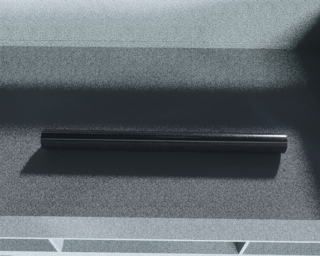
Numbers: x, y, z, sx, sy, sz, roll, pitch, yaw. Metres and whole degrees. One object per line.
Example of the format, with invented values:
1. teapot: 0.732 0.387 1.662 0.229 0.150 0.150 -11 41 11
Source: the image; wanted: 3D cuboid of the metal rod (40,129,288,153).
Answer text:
1. metal rod: 0.004 0.017 0.391 0.302 0.025 0.025 1 50 1
